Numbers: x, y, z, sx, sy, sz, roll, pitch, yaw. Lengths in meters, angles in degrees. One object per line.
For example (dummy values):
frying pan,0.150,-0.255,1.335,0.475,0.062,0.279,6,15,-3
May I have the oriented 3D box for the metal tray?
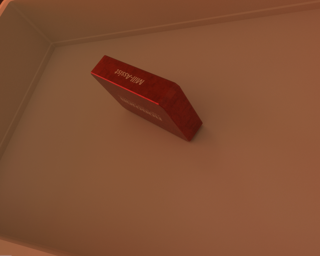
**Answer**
metal tray,-0.017,-0.038,0.391,0.130,0.090,0.030,28,77,36
